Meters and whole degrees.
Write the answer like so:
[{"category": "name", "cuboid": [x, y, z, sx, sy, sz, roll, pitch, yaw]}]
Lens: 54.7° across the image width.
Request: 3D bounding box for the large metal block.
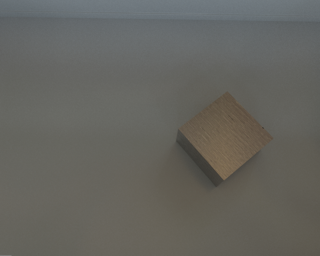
[{"category": "large metal block", "cuboid": [0.078, 0.015, 0.392, 0.080, 0.050, 0.080, -37, 75, -13]}]
